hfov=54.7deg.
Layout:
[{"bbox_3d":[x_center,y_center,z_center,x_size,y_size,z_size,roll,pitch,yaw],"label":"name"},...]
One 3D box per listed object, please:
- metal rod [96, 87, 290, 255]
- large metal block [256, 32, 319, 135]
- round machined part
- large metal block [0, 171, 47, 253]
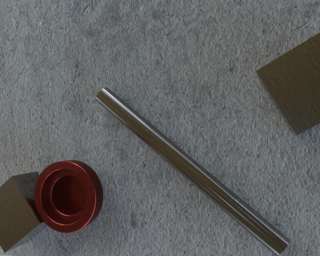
[{"bbox_3d":[0.030,0.046,0.397,0.300,0.025,0.025,40,102,15],"label":"metal rod"},{"bbox_3d":[0.163,-0.047,0.338,0.080,0.050,0.080,-31,80,17],"label":"large metal block"},{"bbox_3d":[-0.124,0.094,0.441,0.098,0.042,0.097,-1,88,18],"label":"round machined part"},{"bbox_3d":[-0.209,0.124,0.468,0.080,0.050,0.080,-40,78,15],"label":"large metal block"}]
